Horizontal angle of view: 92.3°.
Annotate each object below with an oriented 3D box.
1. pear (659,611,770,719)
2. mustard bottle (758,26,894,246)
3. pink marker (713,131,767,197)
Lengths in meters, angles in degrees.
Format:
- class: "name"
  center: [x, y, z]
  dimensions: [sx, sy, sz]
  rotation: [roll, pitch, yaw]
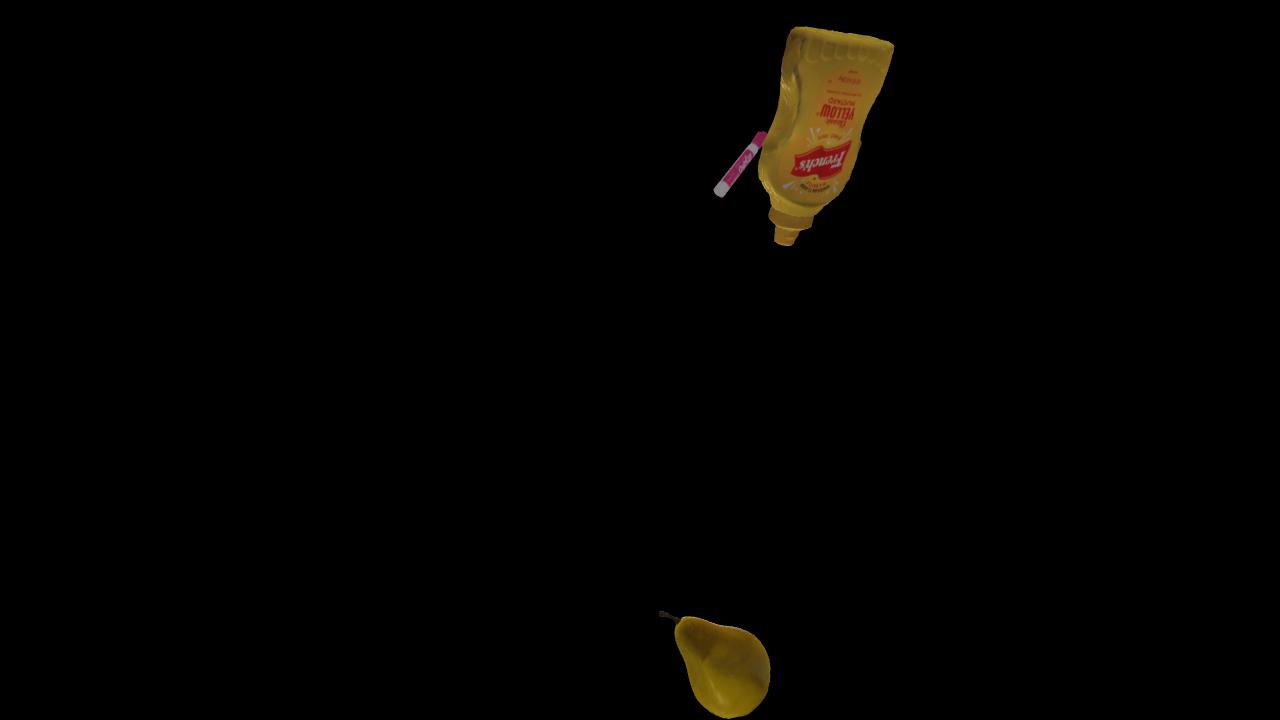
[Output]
- class: "pear"
  center: [0.067, 0.268, 0.569]
  dimensions: [0.080, 0.111, 0.080]
  rotation: [-39, -5, -4]
- class: "mustard bottle"
  center: [0.152, -0.188, 0.546]
  dimensions: [0.092, 0.184, 0.054]
  rotation: [-6, 37, -23]
- class: "pink marker"
  center: [0.149, -0.289, 0.902]
  dimensions: [0.020, 0.121, 0.020]
  rotation: [36, -10, 7]
